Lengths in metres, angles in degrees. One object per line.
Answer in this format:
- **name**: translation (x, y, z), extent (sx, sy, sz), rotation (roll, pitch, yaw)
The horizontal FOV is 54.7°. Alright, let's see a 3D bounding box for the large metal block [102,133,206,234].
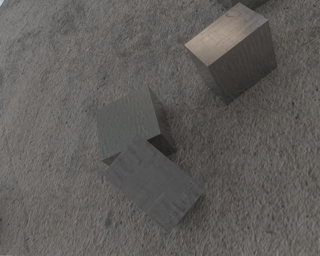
- **large metal block**: translation (-0.002, 0.057, 0.317), extent (0.080, 0.080, 0.050), rotation (39, 84, 12)

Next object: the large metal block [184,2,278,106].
- **large metal block**: translation (0.088, -0.087, 0.376), extent (0.080, 0.080, 0.050), rotation (-38, 51, 3)

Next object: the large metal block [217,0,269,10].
- **large metal block**: translation (0.124, -0.219, 0.457), extent (0.080, 0.050, 0.080), rotation (-31, 52, 8)

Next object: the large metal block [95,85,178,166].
- **large metal block**: translation (-0.033, 0.003, 0.403), extent (0.080, 0.050, 0.080), rotation (-25, 53, 13)
